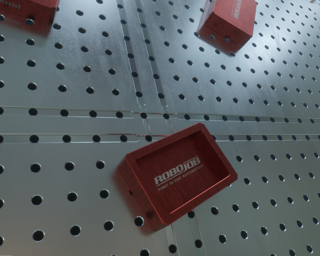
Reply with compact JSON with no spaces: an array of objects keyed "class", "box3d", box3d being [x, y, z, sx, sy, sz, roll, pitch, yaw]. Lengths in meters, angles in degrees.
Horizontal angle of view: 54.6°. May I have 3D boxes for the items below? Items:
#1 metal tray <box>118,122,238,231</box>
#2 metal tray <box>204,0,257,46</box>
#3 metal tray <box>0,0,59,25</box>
[{"class":"metal tray","box3d":[0.026,0.054,0.384,0.131,0.030,0.090,-22,74,-36]},{"class":"metal tray","box3d":[0.145,-0.233,0.624,0.090,0.030,0.130,27,52,-11]},{"class":"metal tray","box3d":[-0.202,-0.201,0.419,0.131,0.030,0.090,14,56,-20]}]
